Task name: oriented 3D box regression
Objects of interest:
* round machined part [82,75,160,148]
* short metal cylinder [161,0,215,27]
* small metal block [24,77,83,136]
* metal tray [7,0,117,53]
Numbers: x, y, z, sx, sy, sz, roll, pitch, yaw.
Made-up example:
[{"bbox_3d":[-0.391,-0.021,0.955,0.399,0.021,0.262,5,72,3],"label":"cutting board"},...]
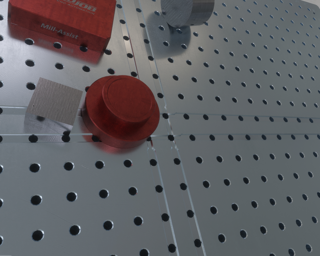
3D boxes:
[{"bbox_3d":[-0.044,-0.028,0.390,0.099,0.042,0.098,13,56,-21],"label":"round machined part"},{"bbox_3d":[0.046,-0.215,0.529,0.050,0.080,0.080,-18,72,-35],"label":"short metal cylinder"},{"bbox_3d":[-0.122,-0.024,0.357,0.050,0.025,0.050,18,55,-18],"label":"small metal block"},{"bbox_3d":[-0.132,-0.167,0.436,0.131,0.030,0.090,15,56,-20],"label":"metal tray"}]
